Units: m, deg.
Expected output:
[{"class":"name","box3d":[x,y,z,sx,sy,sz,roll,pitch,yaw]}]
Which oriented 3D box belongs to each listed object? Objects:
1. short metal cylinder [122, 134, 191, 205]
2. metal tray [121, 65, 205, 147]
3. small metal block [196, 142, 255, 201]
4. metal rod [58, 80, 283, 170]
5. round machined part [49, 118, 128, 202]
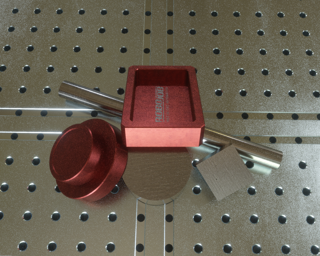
[{"class":"short metal cylinder","box3d":[-0.004,0.050,0.376,0.081,0.050,0.080,0,70,0]},{"class":"metal tray","box3d":[0.003,-0.032,0.386,0.091,0.030,0.130,0,41,-1]},{"class":"small metal block","box3d":[0.078,0.052,0.377,0.050,0.025,0.050,-31,89,6]},{"class":"metal rod","box3d":[0.009,-0.006,0.410,0.301,0.025,0.025,19,71,6]},{"class":"round machined part","box3d":[-0.089,0.033,0.361,0.098,0.042,0.098,-15,61,29]}]
